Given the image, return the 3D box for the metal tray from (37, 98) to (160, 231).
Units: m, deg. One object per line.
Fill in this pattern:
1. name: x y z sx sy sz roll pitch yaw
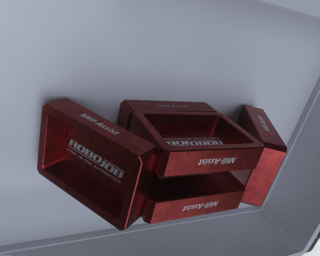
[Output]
1. metal tray: -0.071 0.035 0.324 0.030 0.130 0.089 -26 137 -55

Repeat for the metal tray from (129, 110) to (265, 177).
1. metal tray: 0.041 0.013 0.355 0.131 0.090 0.030 0 118 -29

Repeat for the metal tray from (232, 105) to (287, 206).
1. metal tray: 0.126 0.033 0.429 0.030 0.130 0.089 14 115 -2

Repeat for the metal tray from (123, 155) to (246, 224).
1. metal tray: 0.027 0.066 0.381 0.131 0.090 0.030 -1 118 -29

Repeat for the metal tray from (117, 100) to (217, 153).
1. metal tray: 0.007 0.011 0.414 0.131 0.030 0.089 -1 119 -29
